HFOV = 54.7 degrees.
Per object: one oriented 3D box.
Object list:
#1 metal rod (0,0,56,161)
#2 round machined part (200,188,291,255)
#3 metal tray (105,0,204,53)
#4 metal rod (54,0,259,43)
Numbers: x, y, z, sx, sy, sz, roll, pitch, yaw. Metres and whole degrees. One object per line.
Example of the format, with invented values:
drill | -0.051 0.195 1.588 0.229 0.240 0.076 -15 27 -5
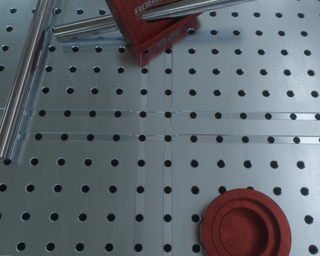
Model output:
metal rod | -0.187 -0.101 0.446 0.025 0.025 0.299 6 70 2
round machined part | 0.095 0.122 0.359 0.099 0.042 0.098 0 70 -1
metal tray | -0.003 -0.180 0.443 0.131 0.090 0.030 -37 37 -13
metal rod | -0.005 -0.168 0.452 0.302 0.025 0.025 -11 70 4
